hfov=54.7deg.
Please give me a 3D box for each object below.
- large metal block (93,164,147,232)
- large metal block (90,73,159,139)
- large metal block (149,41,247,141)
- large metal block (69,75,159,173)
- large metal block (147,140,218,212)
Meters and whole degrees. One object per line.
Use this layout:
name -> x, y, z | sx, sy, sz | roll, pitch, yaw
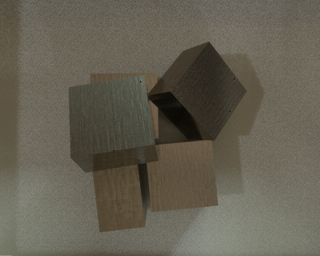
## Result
large metal block -> -0.046, 0.073, 0.382 | 0.050, 0.080, 0.079 | -7, 90, 0
large metal block -> -0.043, -0.026, 0.397 | 0.081, 0.050, 0.079 | -1, 90, -1
large metal block -> 0.046, -0.042, 0.373 | 0.080, 0.050, 0.080 | 46, 67, -23
large metal block -> -0.049, -0.004, 0.332 | 0.080, 0.050, 0.080 | -9, 65, 0
large metal block -> 0.026, 0.057, 0.396 | 0.081, 0.050, 0.079 | -5, 90, -1
